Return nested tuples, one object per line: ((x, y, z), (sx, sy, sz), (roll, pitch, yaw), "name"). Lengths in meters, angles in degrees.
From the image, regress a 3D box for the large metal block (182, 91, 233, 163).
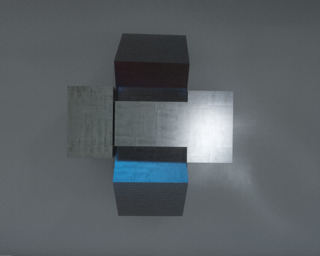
((0.056, -0.002, 0.383), (0.050, 0.080, 0.080), (1, 90, 0), "large metal block")

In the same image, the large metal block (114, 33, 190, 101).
((-0.009, -0.075, 0.376), (0.081, 0.080, 0.050), (2, 128, 0), "large metal block")

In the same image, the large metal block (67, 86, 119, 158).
((-0.077, -0.007, 0.382), (0.050, 0.080, 0.080), (1, 90, 0), "large metal block")

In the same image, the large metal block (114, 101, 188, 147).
((-0.010, -0.005, 0.383), (0.081, 0.080, 0.050), (1, 90, 0), "large metal block")

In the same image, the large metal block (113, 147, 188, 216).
((-0.011, 0.066, 0.376), (0.081, 0.080, 0.050), (1, 48, -1), "large metal block")
